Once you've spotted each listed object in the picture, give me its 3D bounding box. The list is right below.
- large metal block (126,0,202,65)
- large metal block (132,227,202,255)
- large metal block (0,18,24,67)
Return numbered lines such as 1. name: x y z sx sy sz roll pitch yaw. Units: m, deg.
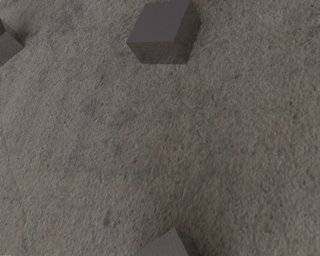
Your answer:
1. large metal block: 0.008 -0.145 0.471 0.080 0.050 0.080 8 66 31
2. large metal block: 0.008 0.154 0.288 0.080 0.050 0.080 -35 52 4
3. large metal block: -0.360 -0.188 0.688 0.080 0.050 0.080 -40 51 1
